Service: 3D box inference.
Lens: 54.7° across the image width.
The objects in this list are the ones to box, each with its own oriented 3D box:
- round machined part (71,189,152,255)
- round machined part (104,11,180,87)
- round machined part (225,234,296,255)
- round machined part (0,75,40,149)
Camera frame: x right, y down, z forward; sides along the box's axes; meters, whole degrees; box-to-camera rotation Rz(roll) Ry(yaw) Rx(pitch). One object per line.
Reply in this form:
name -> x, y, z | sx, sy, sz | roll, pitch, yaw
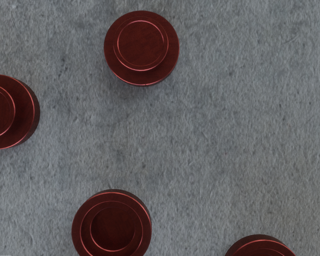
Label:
round machined part -> -0.060, 0.127, 0.401 | 0.099, 0.042, 0.097 | 0, 90, -1
round machined part -> -0.024, -0.104, 0.401 | 0.099, 0.042, 0.097 | 0, 90, -1
round machined part -> 0.129, 0.187, 0.403 | 0.099, 0.042, 0.097 | 0, 90, -1
round machined part -> -0.212, -0.021, 0.399 | 0.099, 0.042, 0.097 | 0, 90, -1
